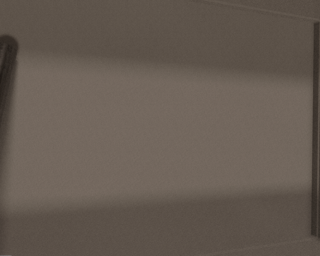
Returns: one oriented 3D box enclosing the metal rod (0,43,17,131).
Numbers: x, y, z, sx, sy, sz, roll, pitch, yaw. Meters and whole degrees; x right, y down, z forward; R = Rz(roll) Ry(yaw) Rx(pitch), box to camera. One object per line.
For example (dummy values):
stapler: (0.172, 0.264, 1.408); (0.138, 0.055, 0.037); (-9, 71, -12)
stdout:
metal rod: (-0.171, 0.047, 0.284); (0.025, 0.025, 0.299); (9, 63, -20)
